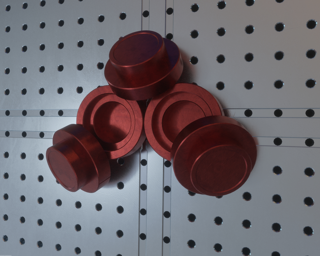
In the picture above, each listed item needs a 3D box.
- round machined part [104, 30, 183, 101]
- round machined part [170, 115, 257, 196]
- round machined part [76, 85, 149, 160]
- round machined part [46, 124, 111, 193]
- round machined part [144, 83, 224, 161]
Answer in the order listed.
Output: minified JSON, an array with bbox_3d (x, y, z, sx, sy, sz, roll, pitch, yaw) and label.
[{"bbox_3d":[-0.024,-0.084,0.384,0.098,0.042,0.098,-9,49,12],"label":"round machined part"},{"bbox_3d":[0.064,0.038,0.352,0.099,0.042,0.097,-4,117,-7],"label":"round machined part"},{"bbox_3d":[-0.060,-0.007,0.423,0.098,0.042,0.097,0,90,19],"label":"round machined part"},{"bbox_3d":[-0.116,0.047,0.418,0.098,0.042,0.097,24,130,32],"label":"round machined part"},{"bbox_3d":[0.033,-0.006,0.391,0.098,0.042,0.097,0,90,19],"label":"round machined part"}]
